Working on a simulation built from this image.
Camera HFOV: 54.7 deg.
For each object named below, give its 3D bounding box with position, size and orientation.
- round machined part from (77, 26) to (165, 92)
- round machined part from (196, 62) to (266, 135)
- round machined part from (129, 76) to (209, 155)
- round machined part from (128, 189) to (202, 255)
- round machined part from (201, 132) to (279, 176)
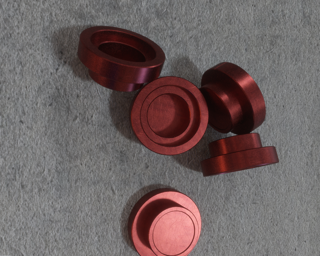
[{"bbox_3d":[-0.047,-0.078,0.364,0.099,0.098,0.042,6,128,-20],"label":"round machined part"},{"bbox_3d":[0.084,-0.032,0.401,0.042,0.098,0.098,-32,101,-18],"label":"round machined part"},{"bbox_3d":[0.009,-0.016,0.399,0.099,0.042,0.097,-1,94,-13],"label":"round machined part"},{"bbox_3d":[0.011,0.131,0.404,0.099,0.042,0.097,0,90,-20],"label":"round machined part"},{"bbox_3d":[0.102,0.035,0.410,0.099,0.098,0.042,-6,78,-20],"label":"round machined part"}]
